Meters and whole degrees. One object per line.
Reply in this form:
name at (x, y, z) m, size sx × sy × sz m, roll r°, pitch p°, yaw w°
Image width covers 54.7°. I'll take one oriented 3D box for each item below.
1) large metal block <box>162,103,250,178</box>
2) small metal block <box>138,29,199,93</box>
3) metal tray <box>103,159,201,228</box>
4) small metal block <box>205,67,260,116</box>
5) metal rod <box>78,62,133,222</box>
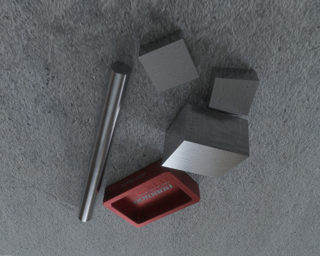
large metal block at (0.055, 0.020, 0.392) m, size 0.081 × 0.050 × 0.080 m, roll 14°, pitch 149°, yaw -13°
small metal block at (0.010, -0.074, 0.345) m, size 0.050 × 0.025 × 0.050 m, roll -19°, pitch 128°, yaw 15°
metal tray at (-0.014, 0.107, 0.494) m, size 0.130 × 0.030 × 0.090 m, roll -30°, pitch 125°, yaw 22°
small metal block at (0.085, -0.044, 0.372) m, size 0.050 × 0.025 × 0.050 m, roll 4°, pitch 130°, yaw -4°
metal rod at (-0.086, 0.042, 0.441) m, size 0.025 × 0.025 × 0.298 m, roll 13°, pitch 129°, yaw -11°
